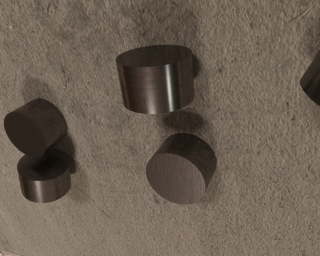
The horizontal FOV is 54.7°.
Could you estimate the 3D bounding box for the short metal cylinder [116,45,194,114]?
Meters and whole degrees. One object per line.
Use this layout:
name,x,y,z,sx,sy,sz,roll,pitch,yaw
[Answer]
short metal cylinder,-0.004,-0.056,0.338,0.080,0.080,0.050,8,122,24

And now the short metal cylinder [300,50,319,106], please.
short metal cylinder,0.168,-0.042,0.257,0.080,0.080,0.050,28,128,10

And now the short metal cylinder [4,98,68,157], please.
short metal cylinder,-0.196,0.000,0.491,0.080,0.050,0.079,13,124,20

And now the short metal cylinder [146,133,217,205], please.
short metal cylinder,0.029,0.053,0.407,0.080,0.050,0.079,13,124,20

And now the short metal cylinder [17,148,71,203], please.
short metal cylinder,-0.192,0.078,0.518,0.080,0.080,0.050,20,126,16
